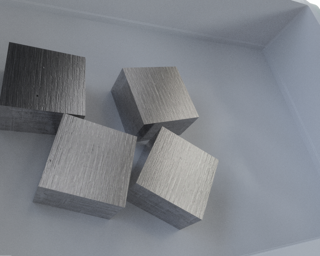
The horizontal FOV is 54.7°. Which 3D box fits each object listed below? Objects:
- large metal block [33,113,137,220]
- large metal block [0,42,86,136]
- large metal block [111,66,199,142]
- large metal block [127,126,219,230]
[{"bbox_3d":[-0.076,0.042,0.323,0.080,0.050,0.080,19,55,-17],"label":"large metal block"},{"bbox_3d":[-0.129,-0.040,0.344,0.081,0.050,0.080,7,59,-25],"label":"large metal block"},{"bbox_3d":[-0.008,-0.032,0.404,0.081,0.050,0.080,-8,66,-32],"label":"large metal block"},{"bbox_3d":[0.013,0.058,0.361,0.080,0.050,0.080,31,52,-8],"label":"large metal block"}]
